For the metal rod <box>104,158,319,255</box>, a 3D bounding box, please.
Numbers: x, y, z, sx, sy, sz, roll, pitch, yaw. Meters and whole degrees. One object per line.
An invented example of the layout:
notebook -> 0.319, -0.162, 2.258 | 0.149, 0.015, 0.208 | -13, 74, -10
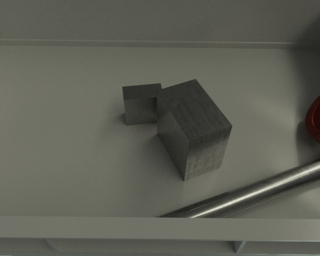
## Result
metal rod -> 0.090, 0.078, 0.340 | 0.302, 0.025, 0.025 | -16, 52, -14

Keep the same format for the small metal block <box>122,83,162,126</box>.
small metal block -> -0.022, -0.031, 0.415 | 0.050, 0.050, 0.025 | -6, 51, -6

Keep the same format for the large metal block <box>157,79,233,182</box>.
large metal block -> 0.036, 0.003, 0.368 | 0.050, 0.080, 0.080 | -19, 53, -15

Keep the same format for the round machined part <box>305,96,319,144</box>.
round machined part -> 0.238, -0.013, 0.385 | 0.042, 0.098, 0.098 | 39, 49, -19
